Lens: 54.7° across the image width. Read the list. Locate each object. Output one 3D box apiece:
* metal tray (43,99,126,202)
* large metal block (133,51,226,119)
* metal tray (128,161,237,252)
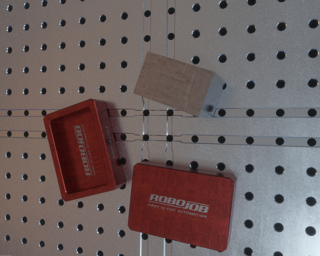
[{"bbox_3d":[-0.110,0.032,0.448,0.090,0.030,0.129,-17,84,19],"label":"metal tray"},{"bbox_3d":[0.027,-0.049,0.374,0.080,0.080,0.050,22,97,18],"label":"large metal block"},{"bbox_3d":[0.027,0.097,0.400,0.130,0.030,0.089,7,92,19],"label":"metal tray"}]
